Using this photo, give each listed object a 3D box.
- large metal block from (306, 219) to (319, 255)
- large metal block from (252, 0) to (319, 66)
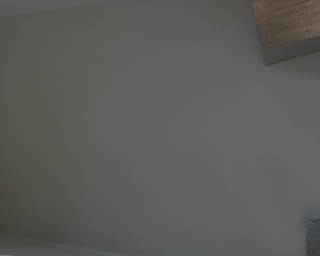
[{"bbox_3d":[0.192,0.142,0.307,0.050,0.080,0.079,1,90,-6],"label":"large metal block"},{"bbox_3d":[0.147,-0.108,0.330,0.080,0.080,0.050,-13,86,19],"label":"large metal block"}]
